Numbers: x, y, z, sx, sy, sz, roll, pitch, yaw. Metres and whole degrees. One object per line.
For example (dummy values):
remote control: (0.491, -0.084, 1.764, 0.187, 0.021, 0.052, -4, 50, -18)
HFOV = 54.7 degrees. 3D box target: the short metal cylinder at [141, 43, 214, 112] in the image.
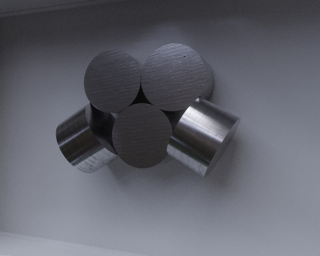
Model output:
short metal cylinder: (0.023, -0.060, 0.387, 0.080, 0.050, 0.080, 0, 90, 20)

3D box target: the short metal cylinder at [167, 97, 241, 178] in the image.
short metal cylinder: (0.051, 0.011, 0.361, 0.050, 0.080, 0.080, 31, 100, 17)

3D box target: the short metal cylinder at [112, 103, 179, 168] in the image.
short metal cylinder: (-0.014, 0.009, 0.400, 0.080, 0.050, 0.080, 0, 90, 20)

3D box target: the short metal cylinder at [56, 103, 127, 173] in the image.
short metal cylinder: (-0.089, 0.013, 0.411, 0.050, 0.080, 0.080, -32, 80, 17)

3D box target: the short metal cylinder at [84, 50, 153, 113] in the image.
short metal cylinder: (-0.053, -0.059, 0.414, 0.080, 0.050, 0.080, 0, 90, 20)
